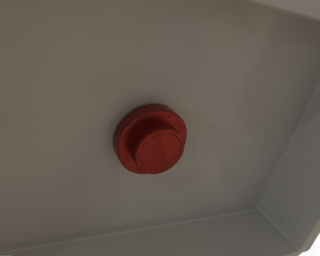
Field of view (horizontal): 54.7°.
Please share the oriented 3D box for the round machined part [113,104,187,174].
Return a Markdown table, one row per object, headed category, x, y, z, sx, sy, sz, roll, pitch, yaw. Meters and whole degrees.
| category | x | y | z | sx | sy | sz | roll | pitch | yaw |
| --- | --- | --- | --- | --- | --- | --- | --- | --- | --- |
| round machined part | -0.007 | 0.021 | 0.404 | 0.099 | 0.042 | 0.097 | -14 | 125 | -21 |
